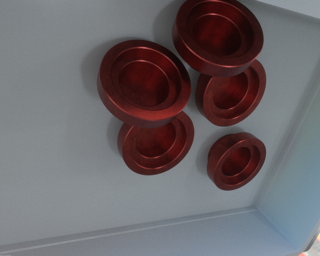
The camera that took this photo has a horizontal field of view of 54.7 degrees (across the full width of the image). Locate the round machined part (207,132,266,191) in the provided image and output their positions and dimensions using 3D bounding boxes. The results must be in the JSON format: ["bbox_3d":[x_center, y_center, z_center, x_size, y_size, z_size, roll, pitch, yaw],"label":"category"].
[{"bbox_3d":[0.116,0.048,0.494,0.099,0.042,0.097,-14,125,-21],"label":"round machined part"}]

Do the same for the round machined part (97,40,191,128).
[{"bbox_3d":[-0.019,-0.044,0.338,0.099,0.098,0.042,-9,160,-24],"label":"round machined part"}]

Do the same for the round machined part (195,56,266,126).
[{"bbox_3d":[0.089,-0.054,0.415,0.099,0.042,0.097,-14,125,-21],"label":"round machined part"}]

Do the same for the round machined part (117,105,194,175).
[{"bbox_3d":[-0.008,0.010,0.401,0.099,0.042,0.097,-14,124,-21],"label":"round machined part"}]

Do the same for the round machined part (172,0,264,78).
[{"bbox_3d":[0.061,-0.098,0.348,0.099,0.098,0.042,-18,162,-19],"label":"round machined part"}]
